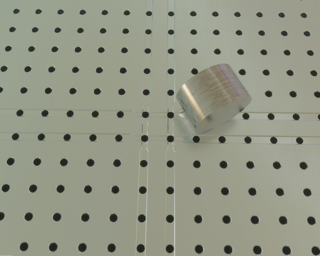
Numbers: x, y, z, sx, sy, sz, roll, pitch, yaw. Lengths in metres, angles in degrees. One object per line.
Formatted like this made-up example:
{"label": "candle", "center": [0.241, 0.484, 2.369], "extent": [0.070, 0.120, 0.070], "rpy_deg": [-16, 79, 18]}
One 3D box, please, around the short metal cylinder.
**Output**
{"label": "short metal cylinder", "center": [0.068, -0.037, 0.396], "extent": [0.080, 0.080, 0.050], "rpy_deg": [-25, 72, -9]}
